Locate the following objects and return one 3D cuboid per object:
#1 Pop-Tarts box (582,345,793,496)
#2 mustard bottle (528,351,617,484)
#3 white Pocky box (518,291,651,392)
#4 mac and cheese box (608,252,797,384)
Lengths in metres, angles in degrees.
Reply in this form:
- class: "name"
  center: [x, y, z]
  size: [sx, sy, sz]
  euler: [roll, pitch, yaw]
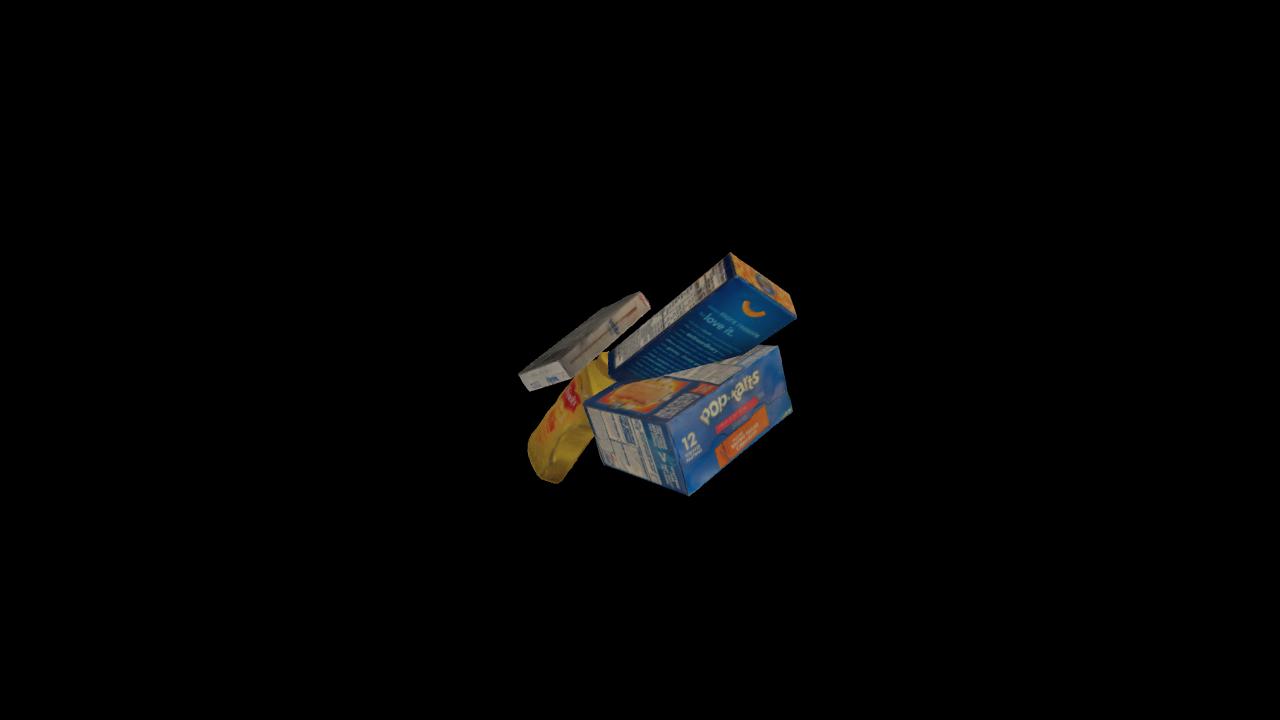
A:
- class: "Pop-Tarts box"
  center: [0.051, 0.051, 0.652]
  size: [0.167, 0.083, 0.141]
  euler: [-32, 23, -33]
- class: "mustard bottle"
  center: [-0.066, 0.054, 0.732]
  size: [0.054, 0.184, 0.092]
  euler: [29, 22, -22]
- class: "white Pocky box"
  center: [-0.061, -0.022, 0.697]
  size: [0.084, 0.028, 0.154]
  euler: [-19, 19, 47]
- class: "mac and cheese box"
  center: [0.058, -0.024, 0.633]
  size: [0.093, 0.041, 0.184]
  euler: [29, -50, -32]
